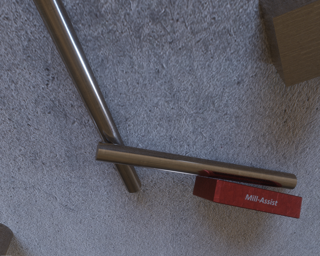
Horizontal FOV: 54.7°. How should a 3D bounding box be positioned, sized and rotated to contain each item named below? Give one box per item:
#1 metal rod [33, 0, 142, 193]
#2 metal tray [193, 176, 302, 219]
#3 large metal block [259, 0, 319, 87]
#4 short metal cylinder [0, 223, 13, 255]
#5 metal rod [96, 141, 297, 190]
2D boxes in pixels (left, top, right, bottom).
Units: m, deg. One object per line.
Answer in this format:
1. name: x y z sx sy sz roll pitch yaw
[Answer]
1. metal rod: -0.076 -0.019 0.390 0.025 0.025 0.299 -11 130 8
2. metal tray: 0.125 0.100 0.456 0.131 0.030 0.090 14 172 -12
3. large metal block: 0.153 -0.099 0.309 0.080 0.050 0.080 -18 128 14
4. short metal cylinder: -0.320 0.213 0.567 0.081 0.050 0.079 0 130 0
5. metal rod: 0.062 0.056 0.438 0.302 0.025 0.025 11 130 -17
